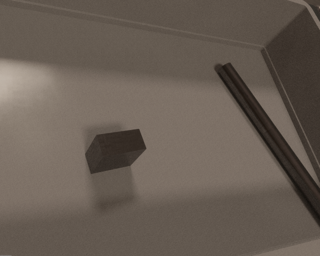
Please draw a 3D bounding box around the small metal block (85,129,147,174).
[{"bbox_3d":[-0.051,0.026,0.347,0.050,0.050,0.025,-8,66,-32],"label":"small metal block"}]

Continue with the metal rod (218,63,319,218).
[{"bbox_3d":[0.186,0.020,0.495,0.025,0.025,0.299,-21,73,-36],"label":"metal rod"}]
